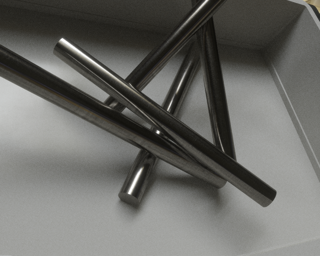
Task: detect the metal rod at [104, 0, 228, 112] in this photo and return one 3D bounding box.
[{"bbox_3d":[0.036,-0.127,0.382,0.025,0.025,0.300,44,91,1],"label":"metal rod"}]

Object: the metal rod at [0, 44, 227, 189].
[{"bbox_3d":[-0.034,0.002,0.338,0.301,0.025,0.025,30,50,-29],"label":"metal rod"}]

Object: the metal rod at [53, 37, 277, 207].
[{"bbox_3d":[0.006,-0.006,0.360,0.301,0.025,0.025,36,51,-1],"label":"metal rod"}]

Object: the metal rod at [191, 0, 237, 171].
[{"bbox_3d":[0.065,-0.093,0.402,0.025,0.025,0.298,-5,83,-31],"label":"metal rod"}]

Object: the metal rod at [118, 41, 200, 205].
[{"bbox_3d":[0.015,-0.029,0.433,0.025,0.025,0.301,31,51,-9],"label":"metal rod"}]
